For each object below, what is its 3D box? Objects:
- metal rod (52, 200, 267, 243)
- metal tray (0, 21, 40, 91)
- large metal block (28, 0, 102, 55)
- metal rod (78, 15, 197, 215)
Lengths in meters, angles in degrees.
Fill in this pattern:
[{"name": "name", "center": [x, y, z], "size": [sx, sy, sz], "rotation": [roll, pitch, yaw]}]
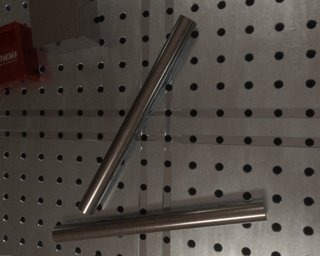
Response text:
[{"name": "metal rod", "center": [-0.014, 0.128, 0.416], "size": [0.301, 0.025, 0.025], "rotation": [-12, 86, 19]}, {"name": "metal tray", "center": [-0.263, -0.108, 0.500], "size": [0.130, 0.030, 0.089], "rotation": [-11, 86, 19]}, {"name": "large metal block", "center": [-0.136, -0.157, 0.446], "size": [0.080, 0.050, 0.080], "rotation": [-7, 88, 19]}, {"name": "metal rod", "center": [-0.035, -0.011, 0.423], "size": [0.025, 0.025, 0.299], "rotation": [32, 100, 17]}]
